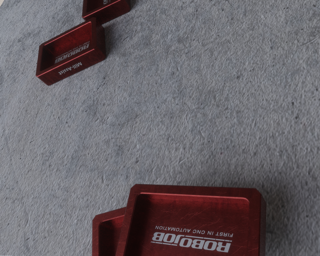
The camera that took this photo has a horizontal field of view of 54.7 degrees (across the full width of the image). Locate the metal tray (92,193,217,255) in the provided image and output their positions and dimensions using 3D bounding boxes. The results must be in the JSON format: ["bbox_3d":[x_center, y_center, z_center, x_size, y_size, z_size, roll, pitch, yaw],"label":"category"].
[{"bbox_3d":[-0.009,0.125,0.328,0.130,0.030,0.090,-19,54,16],"label":"metal tray"}]

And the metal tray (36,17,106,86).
[{"bbox_3d":[-0.165,-0.142,0.574,0.130,0.030,0.090,-21,54,15],"label":"metal tray"}]

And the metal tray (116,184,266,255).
[{"bbox_3d":[0.027,0.101,0.285,0.130,0.030,0.090,-3,60,26],"label":"metal tray"}]

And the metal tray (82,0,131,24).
[{"bbox_3d":[-0.107,-0.268,0.621,0.090,0.030,0.130,-18,55,17],"label":"metal tray"}]
